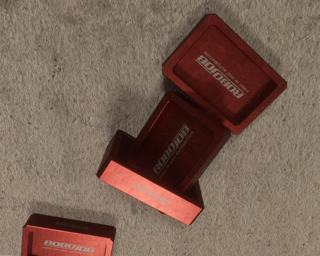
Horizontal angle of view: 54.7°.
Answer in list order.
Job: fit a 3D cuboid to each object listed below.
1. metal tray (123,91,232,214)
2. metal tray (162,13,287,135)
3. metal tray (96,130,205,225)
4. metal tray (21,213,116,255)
[{"bbox_3d":[0.015,0.030,0.389,0.090,0.030,0.129,40,107,20],"label":"metal tray"},{"bbox_3d":[0.078,-0.064,0.384,0.130,0.030,0.090,39,105,-13],"label":"metal tray"},{"bbox_3d":[-0.010,0.060,0.396,0.130,0.090,0.030,30,108,-11],"label":"metal tray"},{"bbox_3d":[-0.140,0.185,0.473,0.131,0.030,0.089,11,110,-5],"label":"metal tray"}]
